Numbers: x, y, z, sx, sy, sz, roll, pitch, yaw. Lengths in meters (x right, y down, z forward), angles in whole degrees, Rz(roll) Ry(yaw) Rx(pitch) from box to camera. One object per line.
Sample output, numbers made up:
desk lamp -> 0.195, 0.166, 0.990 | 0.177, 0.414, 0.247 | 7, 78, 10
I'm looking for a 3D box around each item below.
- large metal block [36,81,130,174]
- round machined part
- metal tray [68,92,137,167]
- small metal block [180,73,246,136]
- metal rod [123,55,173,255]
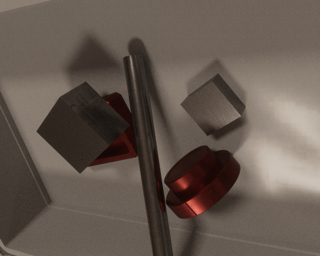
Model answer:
large metal block -> -0.101, 0.001, 0.405 | 0.080, 0.050, 0.080 | 46, 129, -4
round machined part -> 0.044, 0.058, 0.373 | 0.098, 0.098, 0.042 | -35, 99, 38
metal tray -> -0.095, 0.008, 0.458 | 0.130, 0.030, 0.090 | -14, 111, 33
small metal block -> 0.061, -0.026, 0.359 | 0.050, 0.025, 0.050 | 49, 128, -7
metal rod -> -0.010, 0.062, 0.381 | 0.025, 0.025, 0.298 | -7, 93, 31
